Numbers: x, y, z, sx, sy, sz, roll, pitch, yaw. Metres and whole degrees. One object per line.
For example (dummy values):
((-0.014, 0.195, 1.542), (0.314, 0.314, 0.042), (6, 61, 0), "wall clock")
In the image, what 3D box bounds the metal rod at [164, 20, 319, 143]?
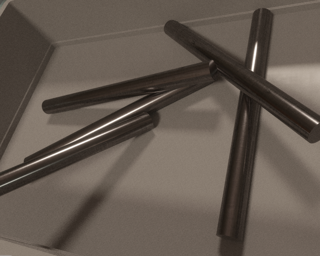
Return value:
((0.080, -0.078, 0.384), (0.025, 0.025, 0.300), (-39, 43, 2), "metal rod")

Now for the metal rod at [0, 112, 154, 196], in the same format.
((-0.143, 0.047, 0.364), (0.302, 0.025, 0.025), (-24, 47, -22), "metal rod")

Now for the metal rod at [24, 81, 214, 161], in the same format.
((-0.066, -0.009, 0.443), (0.301, 0.025, 0.025), (-26, 53, 11), "metal rod")

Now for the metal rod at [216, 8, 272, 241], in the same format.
((0.104, -0.024, 0.365), (0.025, 0.025, 0.300), (1, 62, 28), "metal rod")

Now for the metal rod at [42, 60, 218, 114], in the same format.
((-0.063, -0.052, 0.446), (0.300, 0.025, 0.025), (-7, 58, 32), "metal rod")
